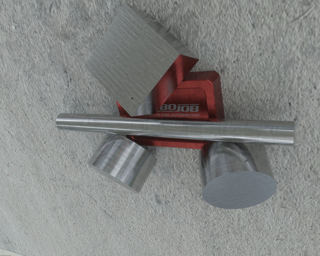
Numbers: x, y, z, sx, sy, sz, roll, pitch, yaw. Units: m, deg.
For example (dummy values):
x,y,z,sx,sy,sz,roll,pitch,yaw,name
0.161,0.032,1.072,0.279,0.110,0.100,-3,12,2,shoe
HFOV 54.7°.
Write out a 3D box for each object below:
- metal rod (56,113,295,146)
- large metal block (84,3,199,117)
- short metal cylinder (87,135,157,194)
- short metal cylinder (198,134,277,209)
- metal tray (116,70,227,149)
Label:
x,y,z,sx,sy,sz,roll,pitch,yaw,name
-0.003,-0.002,0.370,0.300,0.025,0.025,3,120,26,metal rod
-0.020,-0.070,0.332,0.080,0.050,0.080,47,114,16,large metal block
-0.051,0.048,0.425,0.080,0.050,0.080,28,163,9,short metal cylinder
0.087,0.052,0.357,0.081,0.050,0.080,-1,137,0,short metal cylinder
0.012,-0.021,0.386,0.130,0.030,0.089,2,120,27,metal tray
